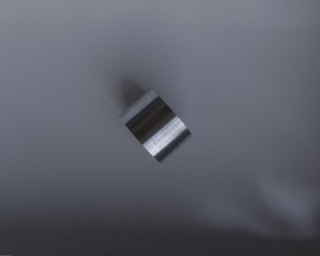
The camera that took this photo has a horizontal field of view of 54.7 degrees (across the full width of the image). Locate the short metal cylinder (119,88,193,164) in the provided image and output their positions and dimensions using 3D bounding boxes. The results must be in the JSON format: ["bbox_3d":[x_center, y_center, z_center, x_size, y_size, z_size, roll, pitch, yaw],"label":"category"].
[{"bbox_3d":[-0.005,-0.003,0.381,0.050,0.080,0.080,-41,91,0],"label":"short metal cylinder"}]
